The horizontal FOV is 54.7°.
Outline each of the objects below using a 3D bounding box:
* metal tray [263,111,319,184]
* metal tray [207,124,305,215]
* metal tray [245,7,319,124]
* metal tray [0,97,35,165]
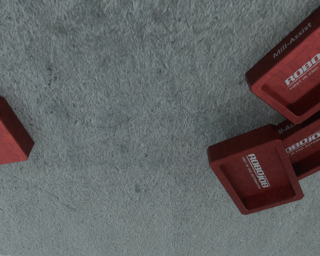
[{"bbox_3d":[0.197,0.025,0.426,0.130,0.030,0.090,-36,122,26],"label":"metal tray"},{"bbox_3d":[0.130,0.061,0.417,0.090,0.030,0.130,-23,127,18],"label":"metal tray"},{"bbox_3d":[0.174,-0.071,0.344,0.090,0.030,0.129,31,124,-24],"label":"metal tray"},{"bbox_3d":[-0.250,0.012,0.411,0.131,0.030,0.090,-10,130,8],"label":"metal tray"}]
